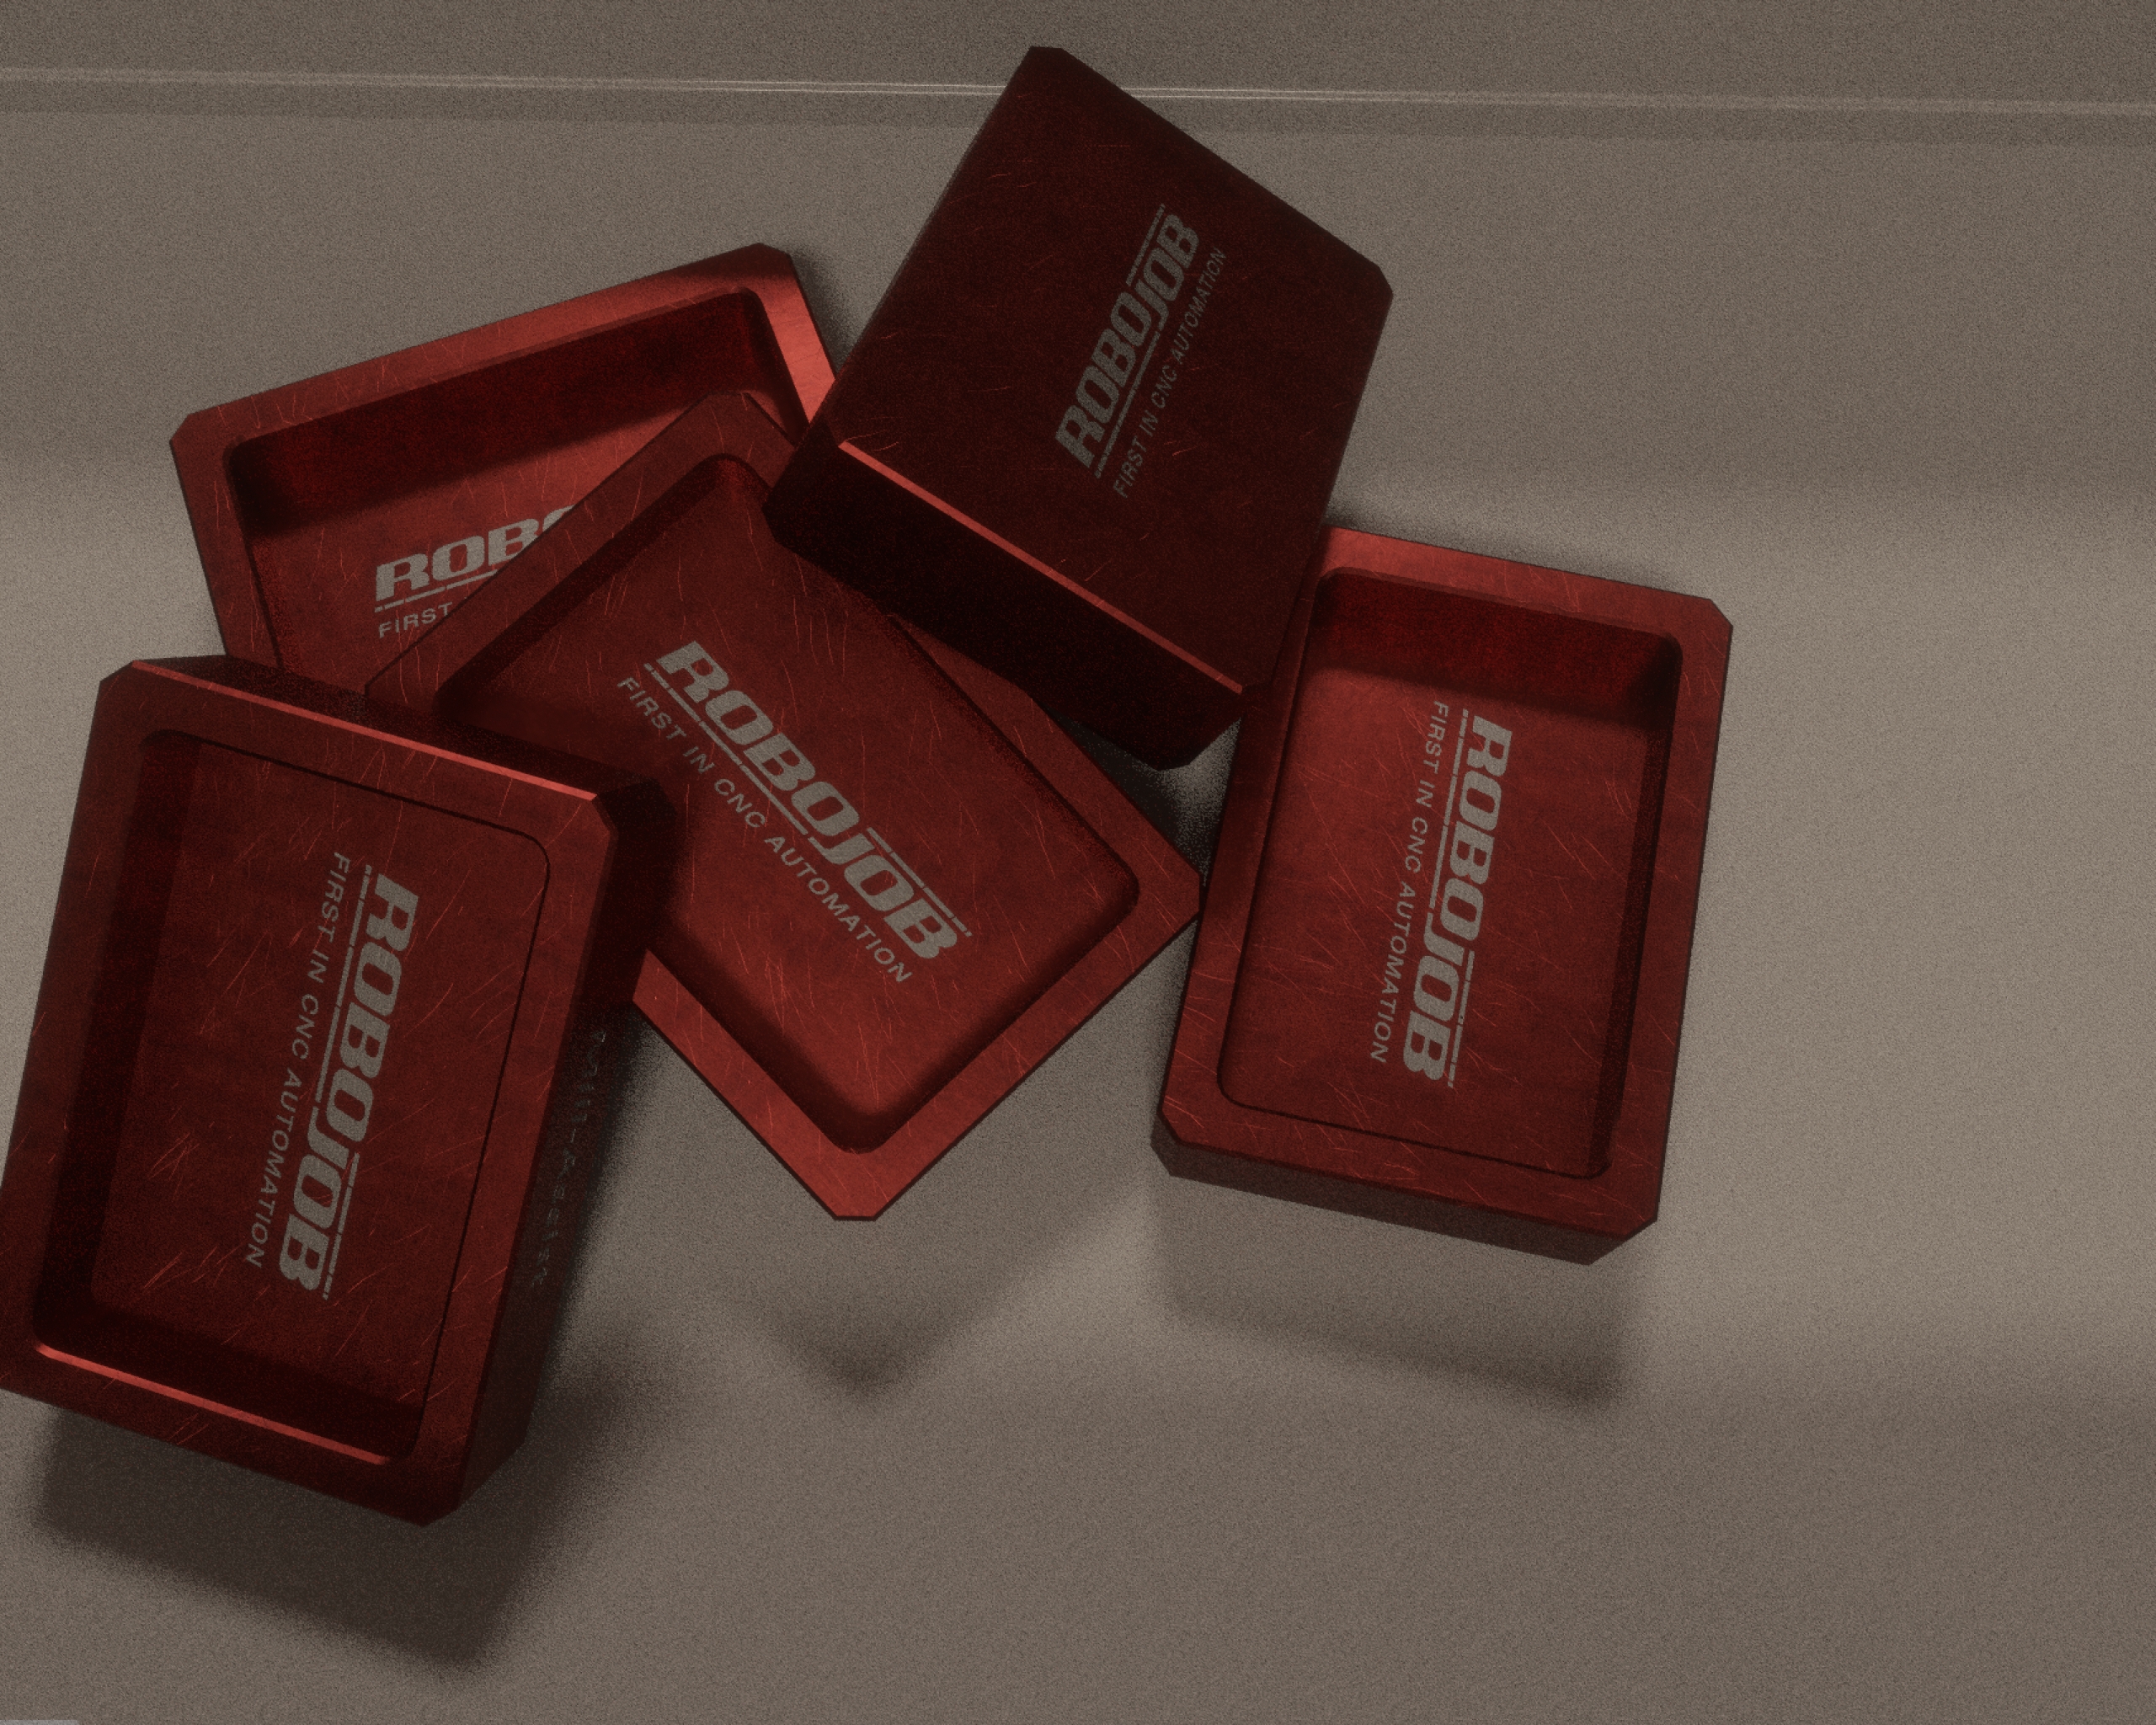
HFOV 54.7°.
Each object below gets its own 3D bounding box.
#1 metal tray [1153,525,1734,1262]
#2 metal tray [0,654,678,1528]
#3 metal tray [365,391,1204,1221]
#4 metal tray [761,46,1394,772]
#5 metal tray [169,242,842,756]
[{"bbox_3d":[0.071,0.004,0.405,0.090,0.030,0.130,12,70,4],"label":"metal tray"},{"bbox_3d":[-0.130,0.038,0.359,0.090,0.030,0.129,16,99,5],"label":"metal tray"},{"bbox_3d":[-0.052,-0.010,0.385,0.090,0.030,0.130,-43,91,-8],"label":"metal tray"},{"bbox_3d":[0.006,-0.091,0.402,0.090,0.030,0.130,31,51,-13],"label":"metal tray"},{"bbox_3d":[-0.107,-0.066,0.428,0.131,0.030,0.090,-19,71,-8],"label":"metal tray"}]
